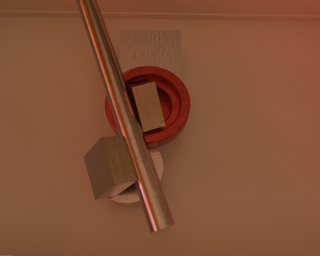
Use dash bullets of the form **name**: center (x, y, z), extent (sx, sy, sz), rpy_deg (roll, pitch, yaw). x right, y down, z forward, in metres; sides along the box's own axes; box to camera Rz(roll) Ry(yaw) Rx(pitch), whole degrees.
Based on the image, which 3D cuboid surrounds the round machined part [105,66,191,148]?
- **round machined part**: center (-0.014, -0.022, 0.376), extent (0.099, 0.042, 0.098), rpy_deg (0, 70, -1)

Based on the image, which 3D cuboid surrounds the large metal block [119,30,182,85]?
- **large metal block**: center (-0.013, -0.085, 0.424), extent (0.081, 0.050, 0.080), rpy_deg (0, 70, -1)

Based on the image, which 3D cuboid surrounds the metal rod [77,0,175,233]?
- **metal rod**: center (-0.046, -0.036, 0.346), extent (0.025, 0.025, 0.299), rpy_deg (-18, 71, -7)

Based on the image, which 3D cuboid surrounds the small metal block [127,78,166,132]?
- **small metal block**: center (-0.017, -0.028, 0.354), extent (0.025, 0.050, 0.050), rpy_deg (-16, 106, -10)

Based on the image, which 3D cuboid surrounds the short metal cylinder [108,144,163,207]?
- **short metal cylinder**: center (-0.037, 0.053, 0.376), extent (0.081, 0.050, 0.080), rpy_deg (0, 70, 0)

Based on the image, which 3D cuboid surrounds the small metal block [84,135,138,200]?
- **small metal block**: center (-0.053, 0.042, 0.324), extent (0.025, 0.050, 0.050), rpy_deg (-5, 65, -38)
